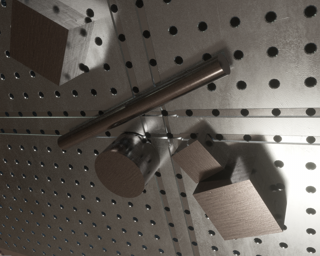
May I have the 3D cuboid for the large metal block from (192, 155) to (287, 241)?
[{"bbox_3d":[0.103,0.091,0.397,0.080,0.050,0.080,-25,105,36],"label":"large metal block"}]

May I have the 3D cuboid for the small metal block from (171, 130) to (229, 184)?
[{"bbox_3d":[0.052,0.039,0.407,0.050,0.025,0.050,47,129,-6],"label":"small metal block"}]

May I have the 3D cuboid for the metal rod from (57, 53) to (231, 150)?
[{"bbox_3d":[-0.044,-0.022,0.418,0.299,0.025,0.025,-22,107,36],"label":"metal rod"}]

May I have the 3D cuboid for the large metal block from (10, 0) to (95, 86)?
[{"bbox_3d":[-0.139,-0.114,0.396,0.080,0.050,0.079,31,128,7],"label":"large metal block"}]

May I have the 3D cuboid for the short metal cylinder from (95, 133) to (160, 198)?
[{"bbox_3d":[-0.047,0.055,0.452,0.080,0.050,0.079,13,124,20],"label":"short metal cylinder"}]
